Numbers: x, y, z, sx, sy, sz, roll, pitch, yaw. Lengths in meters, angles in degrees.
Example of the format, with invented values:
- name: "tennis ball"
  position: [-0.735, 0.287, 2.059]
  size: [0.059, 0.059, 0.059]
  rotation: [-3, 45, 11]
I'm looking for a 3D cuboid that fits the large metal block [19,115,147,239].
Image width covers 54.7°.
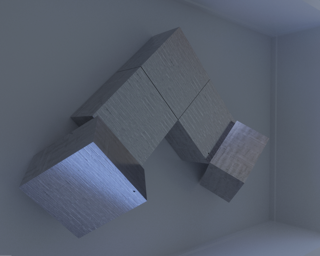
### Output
- name: "large metal block"
  position: [-0.070, 0.048, 0.301]
  size: [0.080, 0.050, 0.080]
  rotation: [-31, 117, 10]

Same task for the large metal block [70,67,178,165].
- name: "large metal block"
  position: [-0.038, -0.011, 0.356]
  size: [0.080, 0.050, 0.080]
  rotation: [-51, 120, -27]

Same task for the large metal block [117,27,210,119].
- name: "large metal block"
  position: [0.007, -0.067, 0.393]
  size: [0.080, 0.050, 0.080]
  rotation: [-51, 120, -27]

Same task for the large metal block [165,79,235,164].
- name: "large metal block"
  position: [0.050, -0.009, 0.429]
  size: [0.080, 0.050, 0.080]
  rotation: [-51, 120, -27]

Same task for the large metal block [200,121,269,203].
- name: "large metal block"
  position: [0.106, 0.050, 0.449]
  size: [0.080, 0.050, 0.080]
  rotation: [-51, 164, -27]
